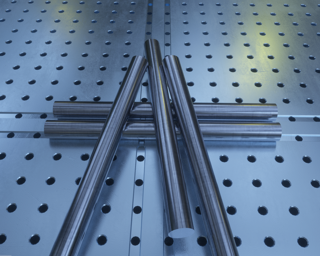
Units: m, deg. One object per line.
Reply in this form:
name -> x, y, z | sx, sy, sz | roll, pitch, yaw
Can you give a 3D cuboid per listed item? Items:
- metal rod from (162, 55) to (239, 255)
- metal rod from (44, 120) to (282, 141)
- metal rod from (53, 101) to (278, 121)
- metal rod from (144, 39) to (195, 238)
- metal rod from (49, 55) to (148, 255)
metal rod -> 0.043, 0.030, 0.359 | 0.025, 0.025, 0.299 | -8, 58, -7
metal rod -> 0.004, 0.003, 0.405 | 0.302, 0.025, 0.025 | 1, 50, 0
metal rod -> 0.007, -0.023, 0.428 | 0.302, 0.025, 0.025 | 1, 50, 0
metal rod -> 0.004, -0.015, 0.388 | 0.025, 0.025, 0.300 | -5, 50, -4
metal rod -> -0.065, 0.029, 0.359 | 0.025, 0.025, 0.300 | 11, 58, 9
